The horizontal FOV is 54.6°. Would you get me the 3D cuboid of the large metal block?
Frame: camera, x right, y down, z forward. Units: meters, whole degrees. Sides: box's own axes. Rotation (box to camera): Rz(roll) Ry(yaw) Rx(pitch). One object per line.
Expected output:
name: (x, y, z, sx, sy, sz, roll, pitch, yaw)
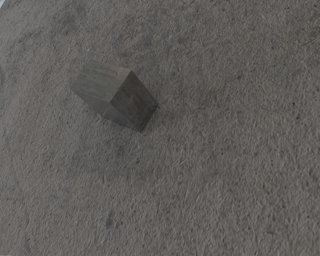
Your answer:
large metal block: (-0.061, -0.043, 0.428, 0.080, 0.080, 0.050, 21, 73, 36)
